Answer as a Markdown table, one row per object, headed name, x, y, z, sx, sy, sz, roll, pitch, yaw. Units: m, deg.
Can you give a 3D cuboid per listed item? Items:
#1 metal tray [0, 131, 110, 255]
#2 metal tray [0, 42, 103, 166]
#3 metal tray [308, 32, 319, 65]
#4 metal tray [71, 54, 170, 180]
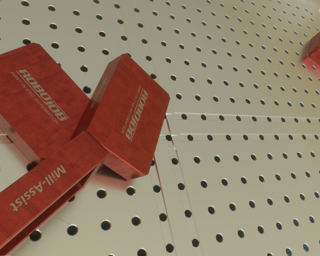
| name | x | y | z | sx | sy | sz | roll | pitch | yaw |
| --- | --- | --- | --- | --- | --- | --- | --- | --- | --- |
| metal tray | -0.109 | 0.065 | 0.268 | 0.030 | 0.090 | 0.131 | 45 | 51 | 2 |
| metal tray | -0.137 | -0.028 | 0.349 | 0.130 | 0.030 | 0.091 | 47 | 51 | 4 |
| metal tray | 0.419 | -0.166 | 0.736 | 0.130 | 0.030 | 0.090 | 37 | 51 | -4 |
| metal tray | -0.039 | -0.015 | 0.373 | 0.090 | 0.030 | 0.130 | 41 | 47 | -30 |
